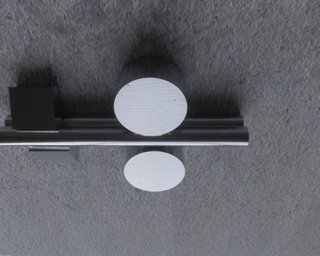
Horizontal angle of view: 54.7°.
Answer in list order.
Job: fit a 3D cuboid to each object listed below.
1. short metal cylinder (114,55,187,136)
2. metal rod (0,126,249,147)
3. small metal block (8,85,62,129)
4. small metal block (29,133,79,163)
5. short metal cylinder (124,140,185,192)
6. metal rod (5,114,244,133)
[{"bbox_3d":[-0.010,-0.037,0.360,0.081,0.050,0.079,0,130,0],"label":"short metal cylinder"},{"bbox_3d":[-0.044,0.010,0.384,0.302,0.025,0.025,0,130,0],"label":"metal rod"},{"bbox_3d":[-0.149,-0.025,0.373,0.050,0.025,0.050,0,103,0],"label":"small metal block"},{"bbox_3d":[-0.140,0.028,0.418,0.050,0.025,0.050,0,157,-1],"label":"small metal block"},{"bbox_3d":[-0.007,0.043,0.429,0.081,0.050,0.079,0,130,0],"label":"short metal cylinder"},{"bbox_3d":[-0.045,-0.005,0.404,0.302,0.025,0.025,0,130,-1],"label":"metal rod"}]
